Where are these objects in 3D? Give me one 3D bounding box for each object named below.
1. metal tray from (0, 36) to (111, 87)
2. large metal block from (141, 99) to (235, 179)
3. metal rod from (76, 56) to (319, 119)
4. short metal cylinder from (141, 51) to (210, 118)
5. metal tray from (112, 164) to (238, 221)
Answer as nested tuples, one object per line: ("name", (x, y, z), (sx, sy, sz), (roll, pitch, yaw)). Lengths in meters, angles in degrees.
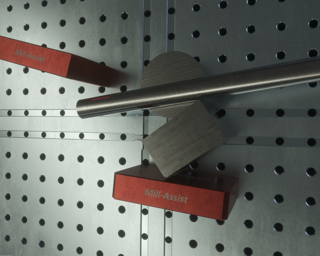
("metal tray", (-0.147, -0.091, 0.429), (0.130, 0.090, 0.030), (17, 96, 19))
("large metal block", (0.037, 0.012, 0.370), (0.080, 0.080, 0.050), (-36, 79, 16))
("metal rod", (0.042, -0.043, 0.344), (0.301, 0.025, 0.025), (-8, 88, 19))
("short metal cylinder", (0.022, -0.052, 0.391), (0.080, 0.050, 0.079), (0, 90, 19))
("metal tray", (0.022, 0.071, 0.370), (0.130, 0.090, 0.030), (6, 93, 20))
